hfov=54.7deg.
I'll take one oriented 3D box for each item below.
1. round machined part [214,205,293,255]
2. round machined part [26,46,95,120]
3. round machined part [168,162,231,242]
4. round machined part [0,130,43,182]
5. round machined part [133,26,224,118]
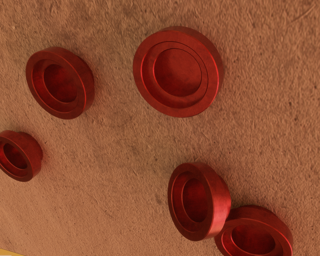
[{"bbox_3d":[0.126,0.143,0.416,0.098,0.042,0.097,12,124,19],"label":"round machined part"},{"bbox_3d":[-0.130,-0.064,0.425,0.098,0.042,0.097,13,124,21],"label":"round machined part"},{"bbox_3d":[0.054,0.093,0.404,0.098,0.042,0.097,-2,87,58],"label":"round machined part"},{"bbox_3d":[-0.252,0.045,0.557,0.098,0.042,0.097,13,124,21],"label":"round machined part"},{"bbox_3d":[0.023,-0.064,0.344,0.098,0.042,0.097,13,124,21],"label":"round machined part"}]
